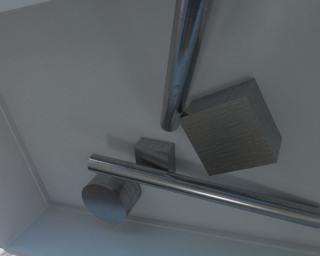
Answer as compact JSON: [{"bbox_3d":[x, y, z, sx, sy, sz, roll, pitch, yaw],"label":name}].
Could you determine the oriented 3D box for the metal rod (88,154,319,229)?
[{"bbox_3d":[0.049,0.079,0.405,0.301,0.025,0.025,12,124,12],"label":"metal rod"}]

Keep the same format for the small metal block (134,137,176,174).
[{"bbox_3d":[-0.006,0.044,0.438,0.050,0.025,0.050,10,123,22],"label":"small metal block"}]

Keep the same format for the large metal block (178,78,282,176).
[{"bbox_3d":[0.080,0.001,0.350,0.080,0.050,0.080,-19,109,35],"label":"large metal block"}]

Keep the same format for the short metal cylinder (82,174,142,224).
[{"bbox_3d":[-0.077,0.106,0.497,0.080,0.050,0.079,13,124,20],"label":"short metal cylinder"}]

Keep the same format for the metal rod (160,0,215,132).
[{"bbox_3d":[0.020,-0.062,0.261,0.025,0.025,0.299,30,160,9],"label":"metal rod"}]
